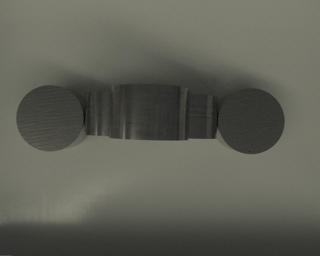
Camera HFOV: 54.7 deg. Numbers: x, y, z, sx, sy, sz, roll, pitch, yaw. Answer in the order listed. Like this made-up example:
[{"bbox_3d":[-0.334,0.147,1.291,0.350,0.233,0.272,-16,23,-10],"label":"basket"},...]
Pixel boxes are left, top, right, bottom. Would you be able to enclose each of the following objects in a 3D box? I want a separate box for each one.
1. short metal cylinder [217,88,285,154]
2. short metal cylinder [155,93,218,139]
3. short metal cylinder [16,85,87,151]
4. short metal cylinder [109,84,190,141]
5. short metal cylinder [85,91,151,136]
[{"bbox_3d":[0.110,-0.008,0.398,0.081,0.050,0.080,0,90,0],"label":"short metal cylinder"},{"bbox_3d":[0.030,-0.013,0.382,0.081,0.080,0.050,2,90,0],"label":"short metal cylinder"},{"bbox_3d":[-0.132,-0.012,0.396,0.081,0.050,0.080,0,90,0],"label":"short metal cylinder"},{"bbox_3d":[-0.010,-0.014,0.313,0.081,0.080,0.050,2,90,0],"label":"short metal cylinder"},{"bbox_3d":[-0.051,-0.016,0.381,0.081,0.080,0.050,2,90,0],"label":"short metal cylinder"}]
